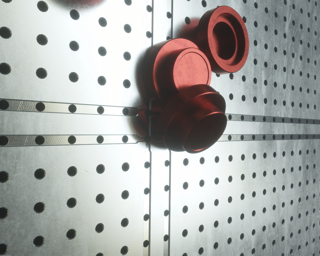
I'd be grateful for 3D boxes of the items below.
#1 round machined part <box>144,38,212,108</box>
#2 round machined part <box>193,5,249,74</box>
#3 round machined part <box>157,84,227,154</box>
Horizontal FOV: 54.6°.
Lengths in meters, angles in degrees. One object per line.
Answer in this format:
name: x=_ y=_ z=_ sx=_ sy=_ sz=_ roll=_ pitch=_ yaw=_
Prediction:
round machined part: x=0.031 y=-0.071 z=0.417 sx=0.099 sy=0.042 sz=0.097 roll=-5 pitch=98 yaw=-36
round machined part: x=0.089 y=-0.130 z=0.471 sx=0.099 sy=0.042 sz=0.097 roll=0 pitch=90 yaw=-40
round machined part: x=0.048 y=-0.005 z=0.405 sx=0.099 sy=0.042 sz=0.097 roll=-23 pitch=140 yaw=-21
